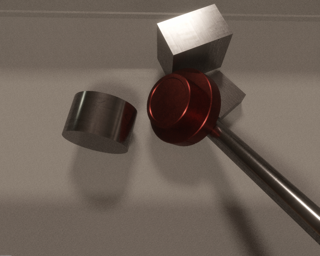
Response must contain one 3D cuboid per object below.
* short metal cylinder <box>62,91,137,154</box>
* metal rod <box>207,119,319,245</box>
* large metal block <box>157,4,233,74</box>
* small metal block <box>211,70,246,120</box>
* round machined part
[{"bbox_3d":[-0.073,-0.005,0.381,0.080,0.080,0.050,11,71,3],"label":"short metal cylinder"},{"bbox_3d":[0.106,0.046,0.329,0.025,0.025,0.300,-32,49,-11],"label":"metal rod"},{"bbox_3d":[0.043,-0.110,0.421,0.080,0.080,0.050,-22,72,-8],"label":"large metal block"},{"bbox_3d":[0.080,-0.042,0.426,0.050,0.025,0.050,-40,75,-14],"label":"small metal block"},{"bbox_3d":[0.022,-0.029,0.383,0.098,0.042,0.098,-15,67,39],"label":"round machined part"}]
